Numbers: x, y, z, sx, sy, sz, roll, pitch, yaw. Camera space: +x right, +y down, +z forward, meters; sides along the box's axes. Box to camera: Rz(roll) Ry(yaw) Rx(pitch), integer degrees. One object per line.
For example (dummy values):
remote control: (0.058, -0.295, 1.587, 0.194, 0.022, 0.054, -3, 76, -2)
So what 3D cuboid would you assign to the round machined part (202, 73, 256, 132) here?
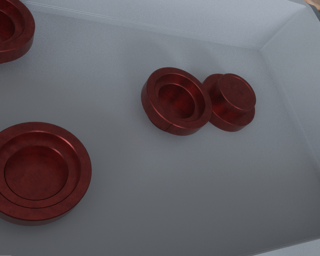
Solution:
round machined part: (0.110, -0.046, 0.485, 0.099, 0.042, 0.098, 14, 56, -21)

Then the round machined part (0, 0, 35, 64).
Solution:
round machined part: (-0.199, -0.112, 0.356, 0.099, 0.042, 0.098, 14, 56, -21)

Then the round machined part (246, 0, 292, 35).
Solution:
round machined part: (0.226, -0.226, 0.624, 0.042, 0.097, 0.099, 49, 51, 5)

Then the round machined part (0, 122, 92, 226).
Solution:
round machined part: (-0.121, 0.046, 0.302, 0.099, 0.042, 0.098, 14, 56, -21)

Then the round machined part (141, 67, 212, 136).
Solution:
round machined part: (0.019, -0.032, 0.426, 0.099, 0.042, 0.098, 14, 56, -21)
